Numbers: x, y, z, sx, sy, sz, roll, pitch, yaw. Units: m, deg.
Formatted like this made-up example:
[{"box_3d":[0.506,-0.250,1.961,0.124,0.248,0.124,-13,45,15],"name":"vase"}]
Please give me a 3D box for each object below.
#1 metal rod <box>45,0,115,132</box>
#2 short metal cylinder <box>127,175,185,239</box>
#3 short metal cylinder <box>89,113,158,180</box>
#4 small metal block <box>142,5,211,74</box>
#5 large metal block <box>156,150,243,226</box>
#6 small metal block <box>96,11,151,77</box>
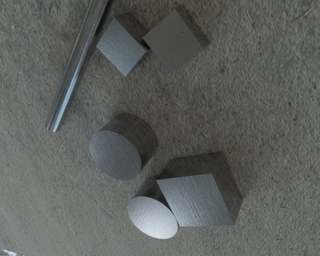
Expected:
[{"box_3d":[-0.102,-0.097,0.400,0.025,0.025,0.298,38,129,2],"name":"metal rod"},{"box_3d":[-0.001,0.118,0.464,0.080,0.050,0.079,13,124,21],"name":"short metal cylinder"},{"box_3d":[-0.050,0.026,0.433,0.080,0.050,0.079,13,124,21],"name":"short metal cylinder"},{"box_3d":[0.018,-0.096,0.338,0.050,0.025,0.050,-31,102,37],"name":"small metal block"},{"box_3d":[0.054,0.082,0.413,0.080,0.050,0.080,-13,112,33],"name":"large metal block"},{"box_3d":[-0.040,-0.098,0.364,0.050,0.025,0.050,46,136,-4],"name":"small metal block"}]
